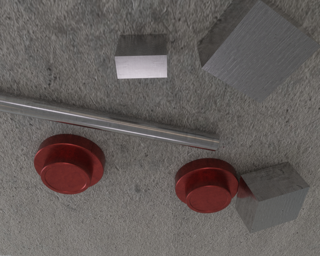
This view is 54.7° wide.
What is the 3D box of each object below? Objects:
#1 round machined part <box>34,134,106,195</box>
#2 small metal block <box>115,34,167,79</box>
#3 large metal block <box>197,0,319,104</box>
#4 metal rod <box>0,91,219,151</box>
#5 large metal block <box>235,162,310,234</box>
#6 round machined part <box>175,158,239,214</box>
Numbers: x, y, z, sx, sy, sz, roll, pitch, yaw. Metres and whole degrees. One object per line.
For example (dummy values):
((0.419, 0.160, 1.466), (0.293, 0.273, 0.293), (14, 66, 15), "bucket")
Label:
((-0.130, 0.058, 0.444), (0.099, 0.042, 0.097), (0, 130, 0), "round machined part")
((-0.018, -0.076, 0.326), (0.050, 0.050, 0.025), (-1, 130, 1), "small metal block")
((0.097, -0.085, 0.320), (0.080, 0.050, 0.080), (26, 125, -21), "large metal block")
((-0.070, -0.009, 0.398), (0.302, 0.025, 0.025), (11, 129, -10), "metal rod")
((0.166, 0.106, 0.469), (0.081, 0.050, 0.079), (-13, 131, -11), "large metal block")
((0.073, 0.095, 0.478), (0.099, 0.042, 0.097), (0, 130, 0), "round machined part")
